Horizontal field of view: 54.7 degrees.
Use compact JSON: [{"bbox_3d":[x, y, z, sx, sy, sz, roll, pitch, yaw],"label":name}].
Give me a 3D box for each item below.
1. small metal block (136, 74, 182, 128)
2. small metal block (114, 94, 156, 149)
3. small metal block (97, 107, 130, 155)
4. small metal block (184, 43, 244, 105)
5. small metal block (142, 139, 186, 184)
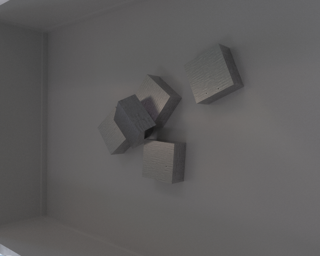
[{"bbox_3d":[-0.006,-0.036,0.412,0.050,0.025,0.050,47,118,29],"label":"small metal block"},{"bbox_3d":[-0.034,-0.008,0.406,0.050,0.025,0.050,55,153,14],"label":"small metal block"},{"bbox_3d":[-0.060,0.004,0.456,0.050,0.025,0.050,-44,64,31],"label":"small metal block"},{"bbox_3d":[0.061,-0.060,0.357,0.050,0.025,0.050,-27,73,37],"label":"small metal block"},{"bbox_3d":[0.005,0.042,0.403,0.050,0.025,0.050,6,94,40],"label":"small metal block"}]
